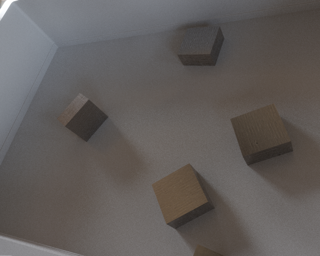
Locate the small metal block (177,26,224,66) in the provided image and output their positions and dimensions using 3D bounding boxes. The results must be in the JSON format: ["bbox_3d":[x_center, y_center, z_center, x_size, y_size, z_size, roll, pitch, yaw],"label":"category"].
[{"bbox_3d":[0.059,-0.118,0.447,0.050,0.025,0.050,7,65,31],"label":"small metal block"}]

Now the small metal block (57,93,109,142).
[{"bbox_3d":[-0.113,-0.015,0.459,0.025,0.050,0.050,34,81,38],"label":"small metal block"}]

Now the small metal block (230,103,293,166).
[{"bbox_3d":[0.112,0.007,0.343,0.050,0.025,0.050,-21,54,16],"label":"small metal block"}]

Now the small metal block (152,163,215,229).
[{"bbox_3d":[0.025,0.076,0.346,0.050,0.025,0.050,-31,52,8],"label":"small metal block"}]

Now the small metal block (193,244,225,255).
[{"bbox_3d":[0.059,0.131,0.278,0.050,0.050,0.025,13,69,33],"label":"small metal block"}]
